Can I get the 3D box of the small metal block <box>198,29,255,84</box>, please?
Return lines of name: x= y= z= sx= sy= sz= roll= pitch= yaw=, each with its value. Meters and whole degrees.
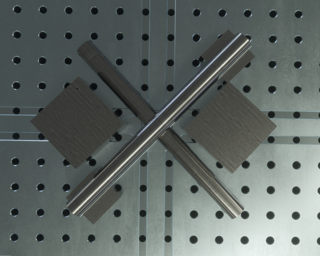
small metal block: x=0.088 y=-0.093 z=0.414 sx=0.050 sy=0.025 sz=0.050 roll=-44 pitch=90 yaw=0

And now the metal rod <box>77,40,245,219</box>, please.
metal rod: x=0.001 y=0.002 z=0.412 sx=0.025 sy=0.025 sz=0.300 roll=-43 pitch=90 yaw=0

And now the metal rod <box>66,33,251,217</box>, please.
metal rod: x=-0.001 y=-0.004 z=0.388 sx=0.300 sy=0.025 sz=0.025 roll=-45 pitch=90 yaw=0

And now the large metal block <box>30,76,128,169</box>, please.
large metal block: x=-0.101 y=-0.006 z=0.400 sx=0.080 sy=0.050 sz=0.080 roll=-43 pitch=90 yaw=0

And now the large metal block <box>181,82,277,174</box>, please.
large metal block: x=0.086 y=0.000 z=0.401 sx=0.080 sy=0.050 sz=0.080 roll=43 pitch=90 yaw=0

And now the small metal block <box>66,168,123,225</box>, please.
small metal block: x=-0.086 y=0.090 z=0.413 sx=0.050 sy=0.025 sz=0.050 roll=45 pitch=90 yaw=0
